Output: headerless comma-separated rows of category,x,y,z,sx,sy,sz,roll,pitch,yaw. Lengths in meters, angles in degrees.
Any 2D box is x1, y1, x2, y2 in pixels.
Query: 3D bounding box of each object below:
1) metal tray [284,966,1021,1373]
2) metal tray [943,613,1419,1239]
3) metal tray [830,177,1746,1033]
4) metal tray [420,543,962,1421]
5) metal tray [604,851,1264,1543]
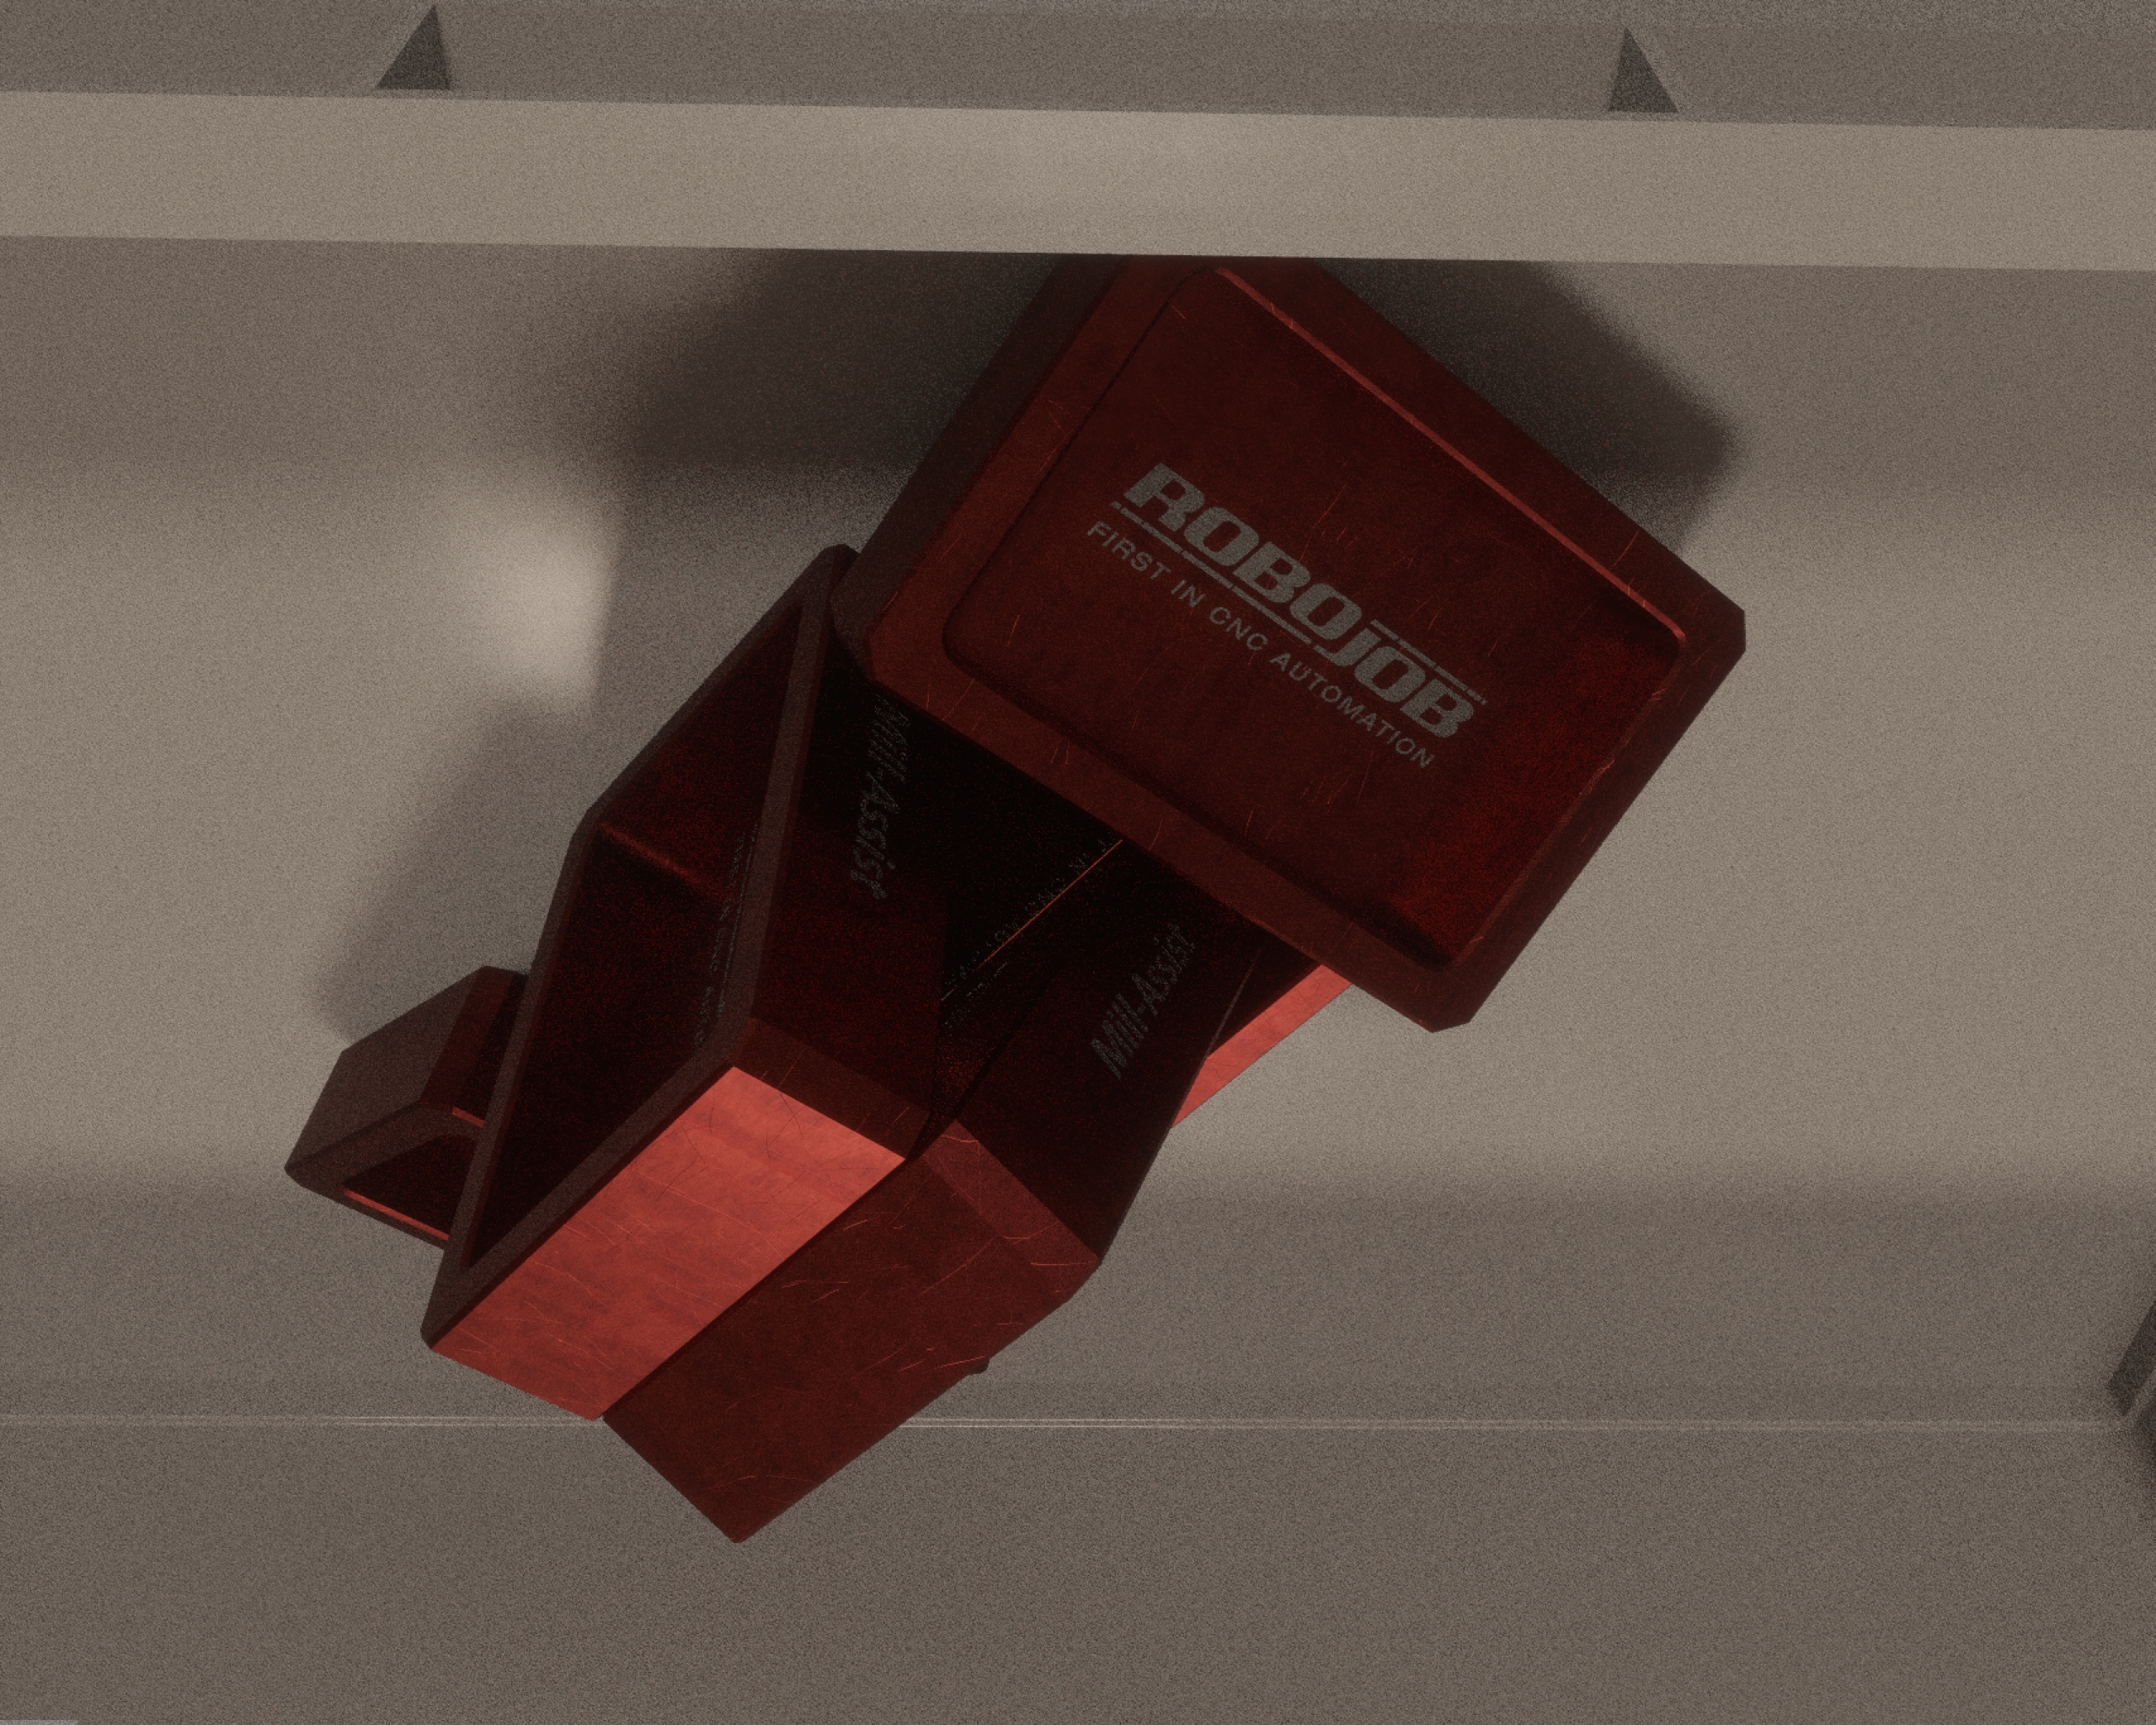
metal tray,-0.089,0.073,0.442,0.130,0.030,0.090,32,147,-25
metal tray,-0.006,0.016,0.417,0.090,0.030,0.129,32,123,-25
metal tray,0.037,-0.040,0.348,0.131,0.030,0.090,32,98,-24
metal tray,-0.060,0.015,0.349,0.030,0.130,0.090,33,123,-24
metal tray,-0.018,0.048,0.363,0.030,0.131,0.090,45,119,-5
